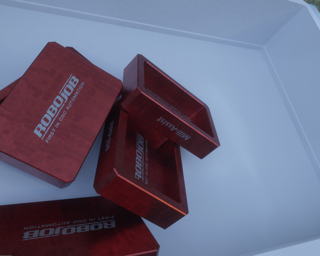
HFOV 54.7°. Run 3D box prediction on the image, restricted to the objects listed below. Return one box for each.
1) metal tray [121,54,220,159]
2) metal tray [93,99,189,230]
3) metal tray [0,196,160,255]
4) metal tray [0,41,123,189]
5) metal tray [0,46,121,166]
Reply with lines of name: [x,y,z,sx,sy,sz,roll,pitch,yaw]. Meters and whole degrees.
metal tray: [0.014,-0.027,0.388,0.130,0.030,0.090,33,29,-26]
metal tray: [-0.017,0.031,0.331,0.090,0.030,0.130,36,27,-25]
metal tray: [-0.078,0.099,0.269,0.131,0.030,0.090,1,20,-28]
metal tray: [-0.104,-0.016,0.316,0.090,0.030,0.130,30,58,-14]
metal tray: [-0.115,-0.030,0.359,0.090,0.030,0.131,39,51,-2]
